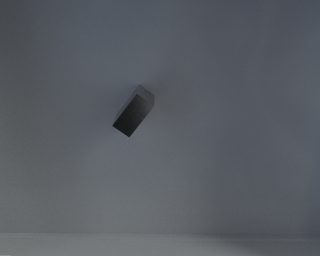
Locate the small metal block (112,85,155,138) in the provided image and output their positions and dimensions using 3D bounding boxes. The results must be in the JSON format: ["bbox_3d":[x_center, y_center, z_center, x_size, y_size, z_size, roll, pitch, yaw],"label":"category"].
[{"bbox_3d":[-0.032,-0.023,0.389,0.025,0.050,0.050,36,106,-12],"label":"small metal block"}]
